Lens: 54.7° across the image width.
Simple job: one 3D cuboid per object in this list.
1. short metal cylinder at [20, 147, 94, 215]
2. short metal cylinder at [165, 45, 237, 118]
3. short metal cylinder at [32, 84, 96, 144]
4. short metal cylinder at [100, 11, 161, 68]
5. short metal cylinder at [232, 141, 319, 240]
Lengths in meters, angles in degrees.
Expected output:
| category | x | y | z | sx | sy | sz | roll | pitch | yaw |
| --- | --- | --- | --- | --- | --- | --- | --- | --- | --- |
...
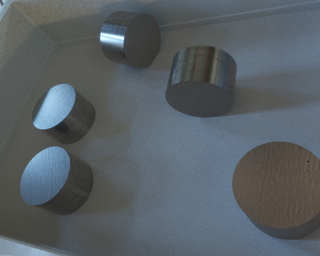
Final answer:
| category | x | y | z | sx | sy | sz | roll | pitch | yaw |
| --- | --- | --- | --- | --- | --- | --- | --- | --- | --- |
| short metal cylinder | -0.138 | 0.072 | 0.419 | 0.080 | 0.050 | 0.080 | -13 | 56 | 21 |
| short metal cylinder | 0.051 | -0.054 | 0.377 | 0.080 | 0.080 | 0.050 | -2 | 61 | 27 |
| short metal cylinder | -0.149 | -0.021 | 0.481 | 0.080 | 0.050 | 0.080 | -13 | 56 | 21 |
| short metal cylinder | -0.044 | -0.136 | 0.477 | 0.050 | 0.080 | 0.080 | 21 | 73 | 36 |
| short metal cylinder | 0.114 | 0.059 | 0.293 | 0.080 | 0.050 | 0.080 | -13 | 56 | 21 |
